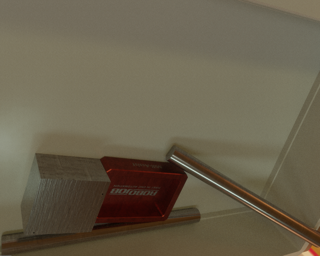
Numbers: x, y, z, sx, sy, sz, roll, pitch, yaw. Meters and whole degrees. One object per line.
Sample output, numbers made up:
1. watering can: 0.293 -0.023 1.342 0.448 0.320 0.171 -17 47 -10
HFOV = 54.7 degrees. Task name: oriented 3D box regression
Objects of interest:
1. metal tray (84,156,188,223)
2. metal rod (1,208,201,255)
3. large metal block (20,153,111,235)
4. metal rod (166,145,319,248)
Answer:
1. metal tray: -0.034 0.091 0.444 0.131 0.030 0.089 10 113 -33
2. metal rod: -0.069 0.151 0.465 0.303 0.025 0.025 1 118 -29
3. large metal block: -0.117 0.081 0.380 0.081 0.050 0.079 10 114 -33
4. metal rod: 0.140 0.111 0.480 0.301 0.025 0.025 31 102 -14
